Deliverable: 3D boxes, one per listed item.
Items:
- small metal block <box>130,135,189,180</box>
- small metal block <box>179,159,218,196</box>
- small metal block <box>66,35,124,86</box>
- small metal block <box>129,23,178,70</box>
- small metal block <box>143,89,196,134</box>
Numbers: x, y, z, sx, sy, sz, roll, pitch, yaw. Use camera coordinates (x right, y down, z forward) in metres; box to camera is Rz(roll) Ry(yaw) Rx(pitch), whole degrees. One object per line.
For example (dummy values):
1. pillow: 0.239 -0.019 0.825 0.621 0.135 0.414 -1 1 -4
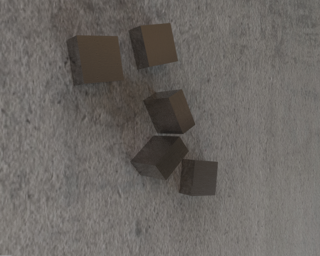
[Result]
1. small metal block: -0.001 0.036 0.390 0.050 0.050 0.025 -48 119 -29
2. small metal block: 0.058 0.072 0.456 0.050 0.025 0.050 9 84 -40
3. small metal block: -0.072 -0.075 0.346 0.050 0.025 0.050 -13 98 -40
4. small metal block: -0.008 -0.106 0.400 0.050 0.025 0.050 -21 103 -38
5. small metal block: 0.012 -0.020 0.400 0.025 0.050 0.050 -36 113 -34
